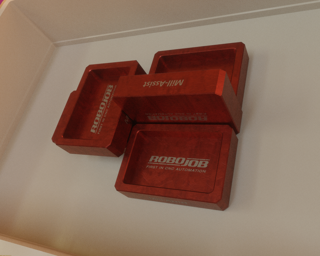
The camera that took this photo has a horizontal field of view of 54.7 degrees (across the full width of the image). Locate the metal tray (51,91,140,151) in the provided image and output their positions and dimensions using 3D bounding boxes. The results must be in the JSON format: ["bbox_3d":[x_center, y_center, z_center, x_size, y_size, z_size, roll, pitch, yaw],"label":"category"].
[{"bbox_3d":[-0.086,-0.012,0.449,0.130,0.030,0.090,1,62,28],"label":"metal tray"}]

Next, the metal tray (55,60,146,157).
[{"bbox_3d":[-0.077,-0.028,0.417,0.090,0.030,0.130,1,62,28],"label":"metal tray"}]

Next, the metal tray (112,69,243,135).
[{"bbox_3d":[0.022,-0.026,0.365,0.130,0.090,0.030,1,63,28],"label":"metal tray"}]

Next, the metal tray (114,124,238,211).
[{"bbox_3d":[0.019,0.041,0.364,0.130,0.030,0.090,1,62,28],"label":"metal tray"}]

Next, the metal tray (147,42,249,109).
[{"bbox_3d":[0.046,-0.065,0.416,0.130,0.030,0.090,1,62,28],"label":"metal tray"}]
